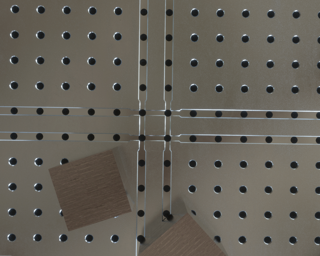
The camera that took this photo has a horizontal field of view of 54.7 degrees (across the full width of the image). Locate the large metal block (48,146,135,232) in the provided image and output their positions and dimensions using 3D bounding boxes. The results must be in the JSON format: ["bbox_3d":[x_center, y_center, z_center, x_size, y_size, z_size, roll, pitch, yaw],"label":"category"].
[{"bbox_3d":[-0.085,0.075,0.400,0.080,0.050,0.080,-18,90,-1],"label":"large metal block"}]

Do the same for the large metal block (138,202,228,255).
[{"bbox_3d":[0.030,0.159,0.401,0.080,0.050,0.080,-41,91,0],"label":"large metal block"}]
